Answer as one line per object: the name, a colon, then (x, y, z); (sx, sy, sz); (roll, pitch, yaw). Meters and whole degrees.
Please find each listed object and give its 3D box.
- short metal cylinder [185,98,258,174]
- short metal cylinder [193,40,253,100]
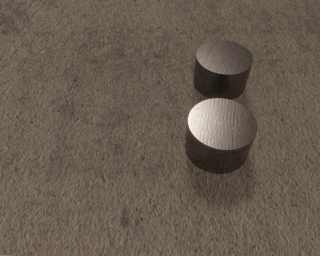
short metal cylinder: (0.073, 0.009, 0.380); (0.081, 0.050, 0.080); (0, 50, 0)
short metal cylinder: (0.092, -0.086, 0.461); (0.081, 0.050, 0.080); (0, 50, 0)
